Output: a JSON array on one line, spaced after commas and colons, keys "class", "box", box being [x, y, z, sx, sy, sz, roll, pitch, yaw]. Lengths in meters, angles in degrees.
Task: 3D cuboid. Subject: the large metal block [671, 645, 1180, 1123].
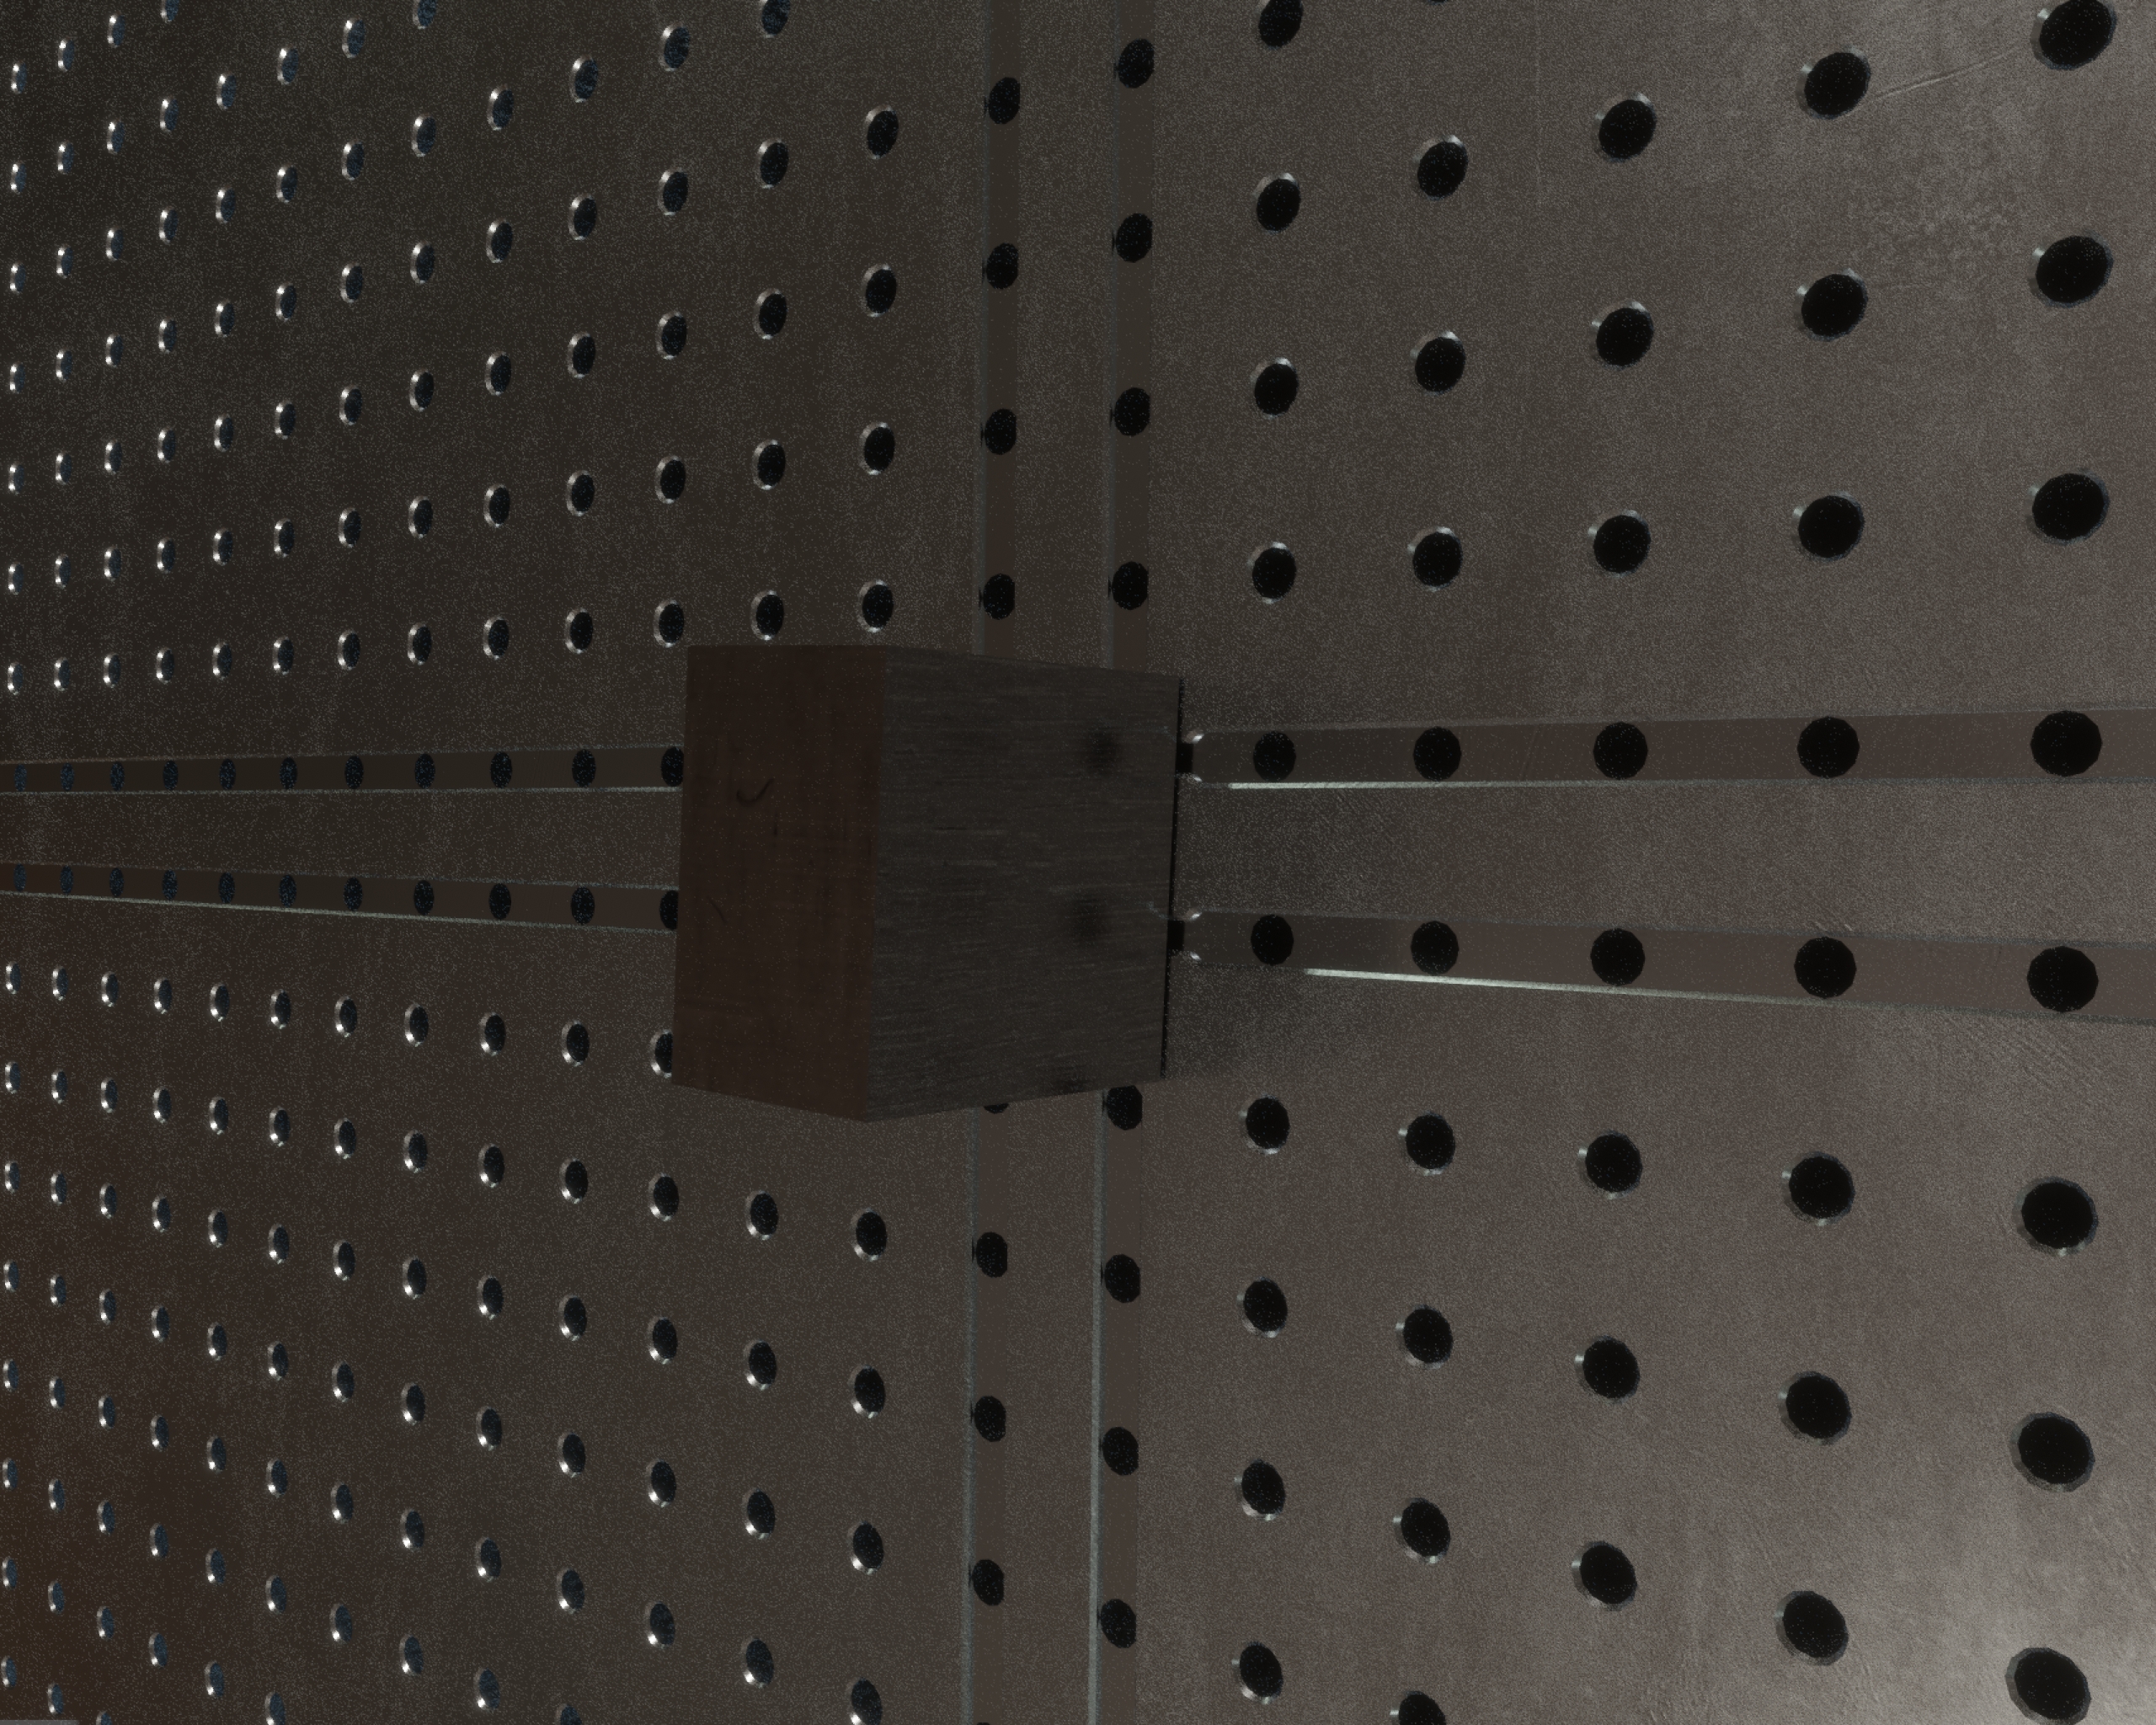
[{"class": "large metal block", "box": [-0.027, 0.002, 0.393, 0.050, 0.081, 0.079, 5, 93, 39]}]
